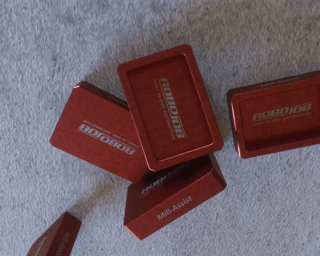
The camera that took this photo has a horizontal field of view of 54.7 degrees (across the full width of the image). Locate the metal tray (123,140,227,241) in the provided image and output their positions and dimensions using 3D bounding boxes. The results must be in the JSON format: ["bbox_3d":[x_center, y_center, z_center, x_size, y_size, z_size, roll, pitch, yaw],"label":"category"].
[{"bbox_3d":[0.015,0.077,0.403,0.130,0.090,0.030,-35,109,11],"label":"metal tray"}]

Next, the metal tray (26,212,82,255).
[{"bbox_3d":[-0.159,0.185,0.420,0.030,0.130,0.090,42,105,-14],"label":"metal tray"}]

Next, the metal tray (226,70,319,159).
[{"bbox_3d":[0.159,-0.017,0.403,0.131,0.030,0.089,-12,110,4],"label":"metal tray"}]

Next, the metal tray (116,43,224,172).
[{"bbox_3d":[0.012,-0.024,0.369,0.091,0.030,0.129,-18,89,-2],"label":"metal tray"}]

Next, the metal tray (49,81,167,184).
[{"bbox_3d":[-0.065,0.007,0.409,0.131,0.030,0.089,27,108,-10],"label":"metal tray"}]
